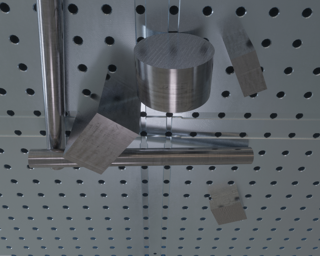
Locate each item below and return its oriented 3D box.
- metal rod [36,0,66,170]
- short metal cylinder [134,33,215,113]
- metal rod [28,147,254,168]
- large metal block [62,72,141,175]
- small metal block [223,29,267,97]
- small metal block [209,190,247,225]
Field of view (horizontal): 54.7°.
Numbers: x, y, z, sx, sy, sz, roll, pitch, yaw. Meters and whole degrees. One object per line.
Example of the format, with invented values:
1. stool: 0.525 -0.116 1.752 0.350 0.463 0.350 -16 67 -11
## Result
1. metal rod: -0.124 -0.059 0.359 0.025 0.025 0.298 8 130 -7
2. short metal cylinder: 0.014 -0.060 0.325 0.081 0.080 0.050 -1 130 0
3. metal rod: -0.019 0.040 0.426 0.302 0.025 0.025 0 131 -8
4. large metal block: -0.067 -0.005 0.370 0.050 0.080 0.080 30 124 -23
5. small metal block: 0.092 -0.070 0.336 0.025 0.050 0.050 -20 127 16
6. small metal block: 0.116 0.137 0.530 0.050 0.025 0.050 -18 128 14
